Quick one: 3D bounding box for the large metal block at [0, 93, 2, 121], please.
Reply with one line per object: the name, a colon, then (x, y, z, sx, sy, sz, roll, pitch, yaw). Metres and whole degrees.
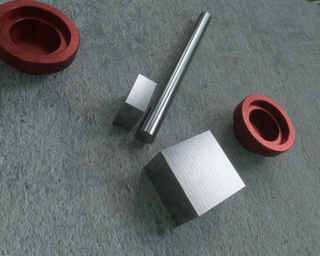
large metal block: (-0.198, 0.003, 0.279, 0.081, 0.050, 0.080, 14, 56, -21)

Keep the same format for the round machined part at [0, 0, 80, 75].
round machined part: (-0.151, -0.103, 0.375, 0.099, 0.042, 0.098, 14, 56, -21)

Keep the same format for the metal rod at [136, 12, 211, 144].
metal rod: (0.032, -0.096, 0.478, 0.025, 0.025, 0.301, 32, 52, -8)

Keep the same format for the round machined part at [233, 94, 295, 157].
round machined part: (0.153, 0.000, 0.475, 0.099, 0.042, 0.098, 14, 56, -21)

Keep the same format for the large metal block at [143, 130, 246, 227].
large metal block: (0.041, 0.059, 0.374, 0.081, 0.050, 0.080, -21, 73, -36)

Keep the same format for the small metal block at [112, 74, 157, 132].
small metal block: (-0.032, -0.031, 0.389, 0.025, 0.050, 0.050, 28, 52, -11)
